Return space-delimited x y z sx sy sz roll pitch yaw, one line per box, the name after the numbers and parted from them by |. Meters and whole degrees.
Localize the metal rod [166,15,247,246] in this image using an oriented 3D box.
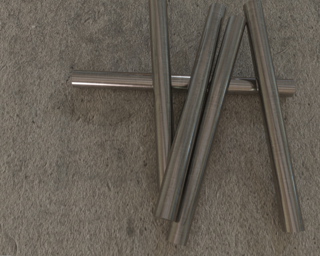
0.062 -0.007 0.391 0.025 0.025 0.299 16 78 6 | metal rod

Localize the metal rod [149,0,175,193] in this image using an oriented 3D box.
0.002 -0.068 0.405 0.025 0.025 0.298 -3 80 -1 | metal rod

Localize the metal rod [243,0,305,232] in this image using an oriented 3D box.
0.142 -0.024 0.396 0.025 0.025 0.299 -6 78 -2 | metal rod

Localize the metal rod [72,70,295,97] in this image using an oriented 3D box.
0.031 -0.062 0.430 0.302 0.025 0.025 3 70 1 | metal rod

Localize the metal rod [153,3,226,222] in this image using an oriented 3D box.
0.043 -0.035 0.392 0.025 0.025 0.299 14 70 5 | metal rod
